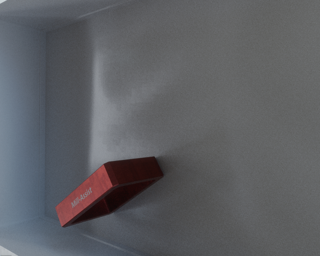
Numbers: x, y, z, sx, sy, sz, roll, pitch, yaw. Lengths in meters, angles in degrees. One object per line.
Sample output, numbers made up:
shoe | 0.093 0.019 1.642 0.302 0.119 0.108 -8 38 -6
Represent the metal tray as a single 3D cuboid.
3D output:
metal tray | -0.069 0.086 0.418 0.129 0.091 0.030 -41 66 32
